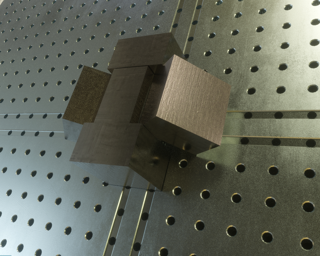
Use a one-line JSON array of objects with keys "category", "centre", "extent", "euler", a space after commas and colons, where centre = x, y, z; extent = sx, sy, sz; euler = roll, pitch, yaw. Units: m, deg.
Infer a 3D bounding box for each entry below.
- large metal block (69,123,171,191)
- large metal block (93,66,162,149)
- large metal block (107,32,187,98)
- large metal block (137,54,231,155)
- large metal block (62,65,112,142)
[{"category": "large metal block", "centre": [-0.045, 0.035, 0.372], "extent": [0.080, 0.080, 0.050], "euler": [1, 63, 28]}, {"category": "large metal block", "centre": [-0.030, -0.021, 0.399], "extent": [0.050, 0.080, 0.080], "euler": [1, 62, 28]}, {"category": "large metal block", "centre": [-0.010, -0.079, 0.424], "extent": [0.080, 0.080, 0.050], "euler": [1, 63, 28]}, {"category": "large metal block", "centre": [0.030, -0.024, 0.360], "extent": [0.050, 0.080, 0.080], "euler": [-32, 38, 58]}, {"category": "large metal block", "centre": [-0.094, -0.025, 0.428], "extent": [0.050, 0.080, 0.080], "euler": [18, 66, -7]}]
